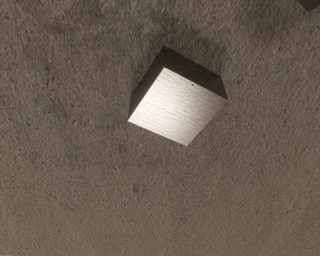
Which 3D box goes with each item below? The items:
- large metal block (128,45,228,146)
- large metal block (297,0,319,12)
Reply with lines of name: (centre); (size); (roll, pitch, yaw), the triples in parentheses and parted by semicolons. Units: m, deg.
large metal block: (0.018, -0.035, 0.361); (0.080, 0.050, 0.080); (24, 126, -20)
large metal block: (0.131, -0.151, 0.245); (0.080, 0.080, 0.050); (-33, 123, 24)
